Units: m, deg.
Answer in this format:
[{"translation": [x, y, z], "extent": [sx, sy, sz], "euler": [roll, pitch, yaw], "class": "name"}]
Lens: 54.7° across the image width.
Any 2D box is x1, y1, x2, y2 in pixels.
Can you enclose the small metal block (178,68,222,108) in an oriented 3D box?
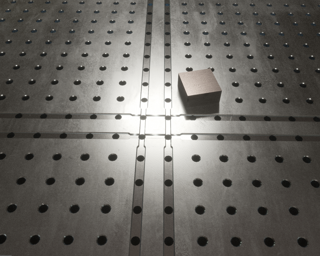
[{"translation": [0.057, -0.059, 0.458], "extent": [0.050, 0.025, 0.050], "euler": [-10, 51, -9], "class": "small metal block"}]
